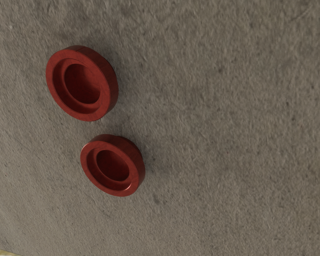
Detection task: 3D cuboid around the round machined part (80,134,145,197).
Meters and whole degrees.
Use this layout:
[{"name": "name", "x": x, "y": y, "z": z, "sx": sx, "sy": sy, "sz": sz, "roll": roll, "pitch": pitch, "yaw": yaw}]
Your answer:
[{"name": "round machined part", "x": -0.065, "y": 0.051, "z": 0.460, "sx": 0.098, "sy": 0.042, "sz": 0.097, "roll": 13, "pitch": 124, "yaw": 20}]

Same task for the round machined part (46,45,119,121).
[{"name": "round machined part", "x": -0.096, "y": -0.061, "z": 0.407, "sx": 0.098, "sy": 0.042, "sz": 0.097, "roll": 13, "pitch": 124, "yaw": 20}]
